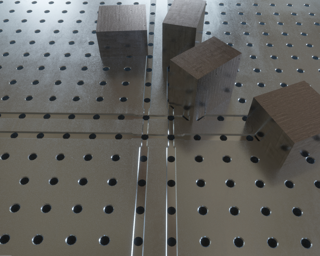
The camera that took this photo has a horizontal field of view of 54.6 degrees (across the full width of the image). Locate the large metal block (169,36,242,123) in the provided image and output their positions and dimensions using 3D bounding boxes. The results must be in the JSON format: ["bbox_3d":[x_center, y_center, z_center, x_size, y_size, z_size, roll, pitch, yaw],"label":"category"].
[{"bbox_3d":[0.060,-0.067,0.429,0.080,0.080,0.050,-33,57,-24],"label":"large metal block"}]

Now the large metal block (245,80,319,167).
[{"bbox_3d":[0.172,-0.007,0.399,0.081,0.050,0.080,-18,52,-15],"label":"large metal block"}]

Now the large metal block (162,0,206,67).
[{"bbox_3d":[0.039,-0.151,0.499,0.050,0.080,0.080,12,51,10],"label":"large metal block"}]

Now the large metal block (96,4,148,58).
[{"bbox_3d":[-0.063,-0.167,0.532,0.080,0.050,0.080,-3,50,-2],"label":"large metal block"}]
